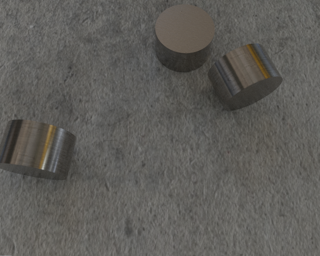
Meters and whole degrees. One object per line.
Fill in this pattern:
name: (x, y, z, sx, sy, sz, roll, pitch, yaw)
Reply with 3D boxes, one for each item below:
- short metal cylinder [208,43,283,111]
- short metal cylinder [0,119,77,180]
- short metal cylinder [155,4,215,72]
short metal cylinder: (0.110, -0.064, 0.404, 0.080, 0.080, 0.050, -20, 72, -8)
short metal cylinder: (-0.145, 0.028, 0.367, 0.080, 0.080, 0.050, 8, 70, 2)
short metal cylinder: (0.034, -0.127, 0.442, 0.081, 0.050, 0.080, 0, 70, 0)
